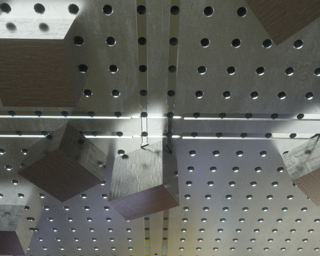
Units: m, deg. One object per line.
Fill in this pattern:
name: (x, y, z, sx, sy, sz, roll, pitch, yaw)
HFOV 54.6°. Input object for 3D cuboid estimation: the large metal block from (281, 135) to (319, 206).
large metal block: (0.238, 0.058, 0.447, 0.080, 0.050, 0.080, -35, 122, 26)

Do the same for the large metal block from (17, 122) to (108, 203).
large metal block: (-0.134, 0.051, 0.437, 0.080, 0.050, 0.080, -29, 125, 22)

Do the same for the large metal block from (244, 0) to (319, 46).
large metal block: (0.115, -0.137, 0.279, 0.080, 0.050, 0.080, -34, 122, 25)

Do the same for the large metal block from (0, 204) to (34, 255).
large metal block: (-0.278, 0.179, 0.545, 0.080, 0.050, 0.080, 3, 130, -3)

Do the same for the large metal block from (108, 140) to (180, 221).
large metal block: (-0.021, 0.074, 0.438, 0.080, 0.080, 0.050, -21, 127, 17)

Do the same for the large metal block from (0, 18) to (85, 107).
large metal block: (-0.131, -0.070, 0.335, 0.080, 0.050, 0.080, 1, 130, -1)
